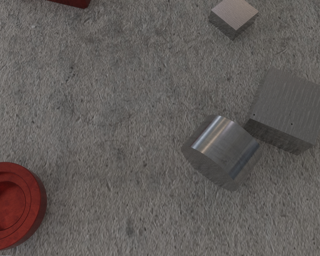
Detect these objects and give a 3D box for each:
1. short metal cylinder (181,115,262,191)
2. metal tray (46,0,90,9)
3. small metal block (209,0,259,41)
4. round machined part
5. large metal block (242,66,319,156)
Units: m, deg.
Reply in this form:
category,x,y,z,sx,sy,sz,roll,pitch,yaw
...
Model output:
category,x,y,z,sx,sy,sz,roll,pitch,yaw
short metal cylinder,0.072,0.030,0.369,0.080,0.080,0.050,38,74,12
metal tray,-0.166,-0.248,0.495,0.131,0.030,0.090,15,71,5
small metal block,0.111,-0.170,0.471,0.050,0.025,0.050,-41,75,-14
round machined part,-0.182,0.092,0.364,0.099,0.042,0.098,0,70,0
large metal block,0.162,-0.021,0.404,0.080,0.050,0.080,24,72,8
